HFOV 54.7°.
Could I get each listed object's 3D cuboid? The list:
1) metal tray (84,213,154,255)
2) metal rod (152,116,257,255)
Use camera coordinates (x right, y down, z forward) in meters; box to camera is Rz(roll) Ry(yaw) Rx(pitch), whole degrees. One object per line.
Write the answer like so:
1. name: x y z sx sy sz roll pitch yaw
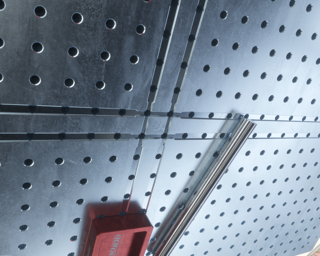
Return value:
1. metal tray: -0.071 0.198 0.491 0.091 0.030 0.129 2 117 -30
2. metal rod: 0.067 0.113 0.517 0.025 0.025 0.298 19 108 -36
